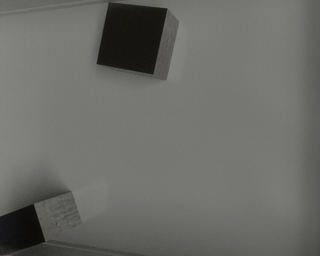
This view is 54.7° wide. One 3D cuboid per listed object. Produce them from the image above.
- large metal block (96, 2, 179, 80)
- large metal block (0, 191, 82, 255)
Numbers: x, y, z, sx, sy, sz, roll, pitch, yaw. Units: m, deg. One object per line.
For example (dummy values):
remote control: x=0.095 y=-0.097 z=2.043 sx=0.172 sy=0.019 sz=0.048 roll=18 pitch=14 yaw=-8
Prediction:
large metal block: x=-0.028 y=-0.112 z=0.406 sx=0.080 sy=0.050 sz=0.079 roll=14 pitch=95 yaw=19
large metal block: x=-0.174 y=0.134 z=0.441 sx=0.080 sy=0.080 sz=0.050 roll=-22 pitch=83 yaw=18
